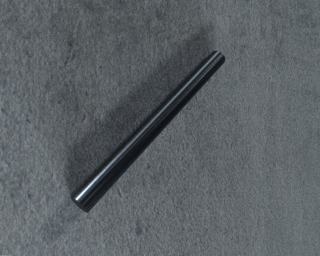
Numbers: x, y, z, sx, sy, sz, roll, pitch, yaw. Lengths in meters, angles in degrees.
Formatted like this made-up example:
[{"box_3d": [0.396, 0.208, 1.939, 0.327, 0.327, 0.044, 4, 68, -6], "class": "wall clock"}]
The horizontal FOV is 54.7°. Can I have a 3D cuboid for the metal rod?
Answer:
[{"box_3d": [0.002, -0.013, 0.408, 0.301, 0.025, 0.025, -47, 119, -30], "class": "metal rod"}]
